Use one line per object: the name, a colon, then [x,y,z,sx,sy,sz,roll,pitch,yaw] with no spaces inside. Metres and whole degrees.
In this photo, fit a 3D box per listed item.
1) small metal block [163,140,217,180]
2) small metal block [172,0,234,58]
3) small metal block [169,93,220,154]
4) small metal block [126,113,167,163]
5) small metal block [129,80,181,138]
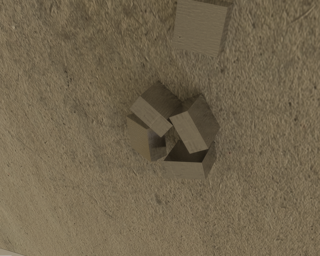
small metal block: [0.040,0.039,0.394,0.050,0.050,0.025,-1,118,28]
small metal block: [0.043,-0.105,0.319,0.050,0.025,0.050,19,126,17]
small metal block: [0.042,-0.006,0.365,0.025,0.050,0.050,-20,108,35]
small metal block: [-0.018,0.010,0.408,0.050,0.025,0.050,31,137,48]
small metal block: [0.000,-0.024,0.376,0.050,0.050,0.025,42,129,-1]
